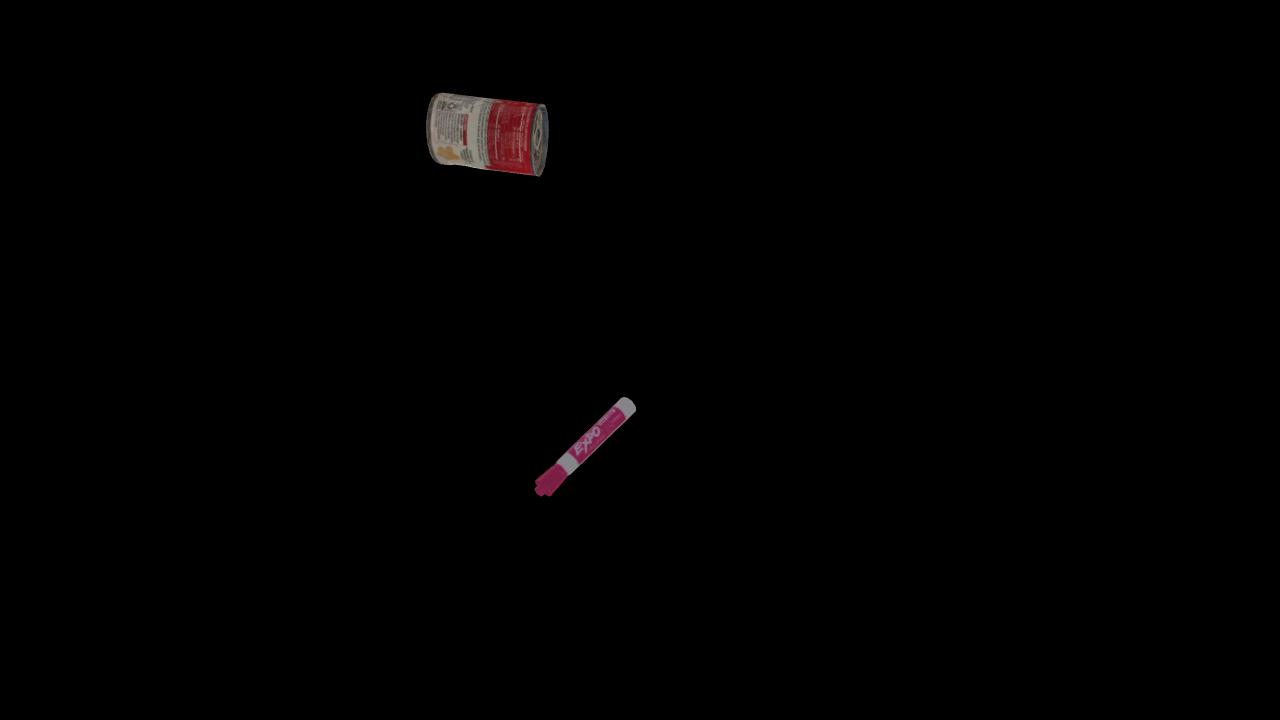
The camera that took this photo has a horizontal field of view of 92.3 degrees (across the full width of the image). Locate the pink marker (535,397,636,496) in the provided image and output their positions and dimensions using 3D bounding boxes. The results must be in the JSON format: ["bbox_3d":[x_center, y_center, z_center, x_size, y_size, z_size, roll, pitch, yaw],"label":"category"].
[{"bbox_3d":[-0.048,0.077,0.549,0.020,0.020,0.121,0,35,50],"label":"pink marker"}]

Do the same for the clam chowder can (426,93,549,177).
[{"bbox_3d":[-0.146,-0.218,0.596,0.102,0.068,0.068,7,0,1],"label":"clam chowder can"}]
